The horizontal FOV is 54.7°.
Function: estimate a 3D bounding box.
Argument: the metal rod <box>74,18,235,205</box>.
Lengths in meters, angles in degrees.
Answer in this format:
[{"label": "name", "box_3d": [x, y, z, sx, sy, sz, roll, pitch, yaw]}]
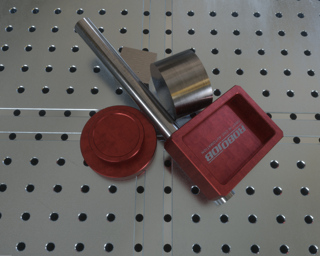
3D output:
[{"label": "metal rod", "box_3d": [-0.011, -0.027, 0.404, 0.025, 0.025, 0.300, -38, 83, -13]}]

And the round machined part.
[{"label": "round machined part", "box_3d": [-0.053, 0.015, 0.396, 0.099, 0.042, 0.098, 0, 70, -1]}]

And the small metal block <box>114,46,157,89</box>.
[{"label": "small metal block", "box_3d": [-0.034, -0.084, 0.442, 0.050, 0.025, 0.050, 13, 70, 4]}]

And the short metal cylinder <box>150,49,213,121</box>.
[{"label": "short metal cylinder", "box_3d": [0.027, -0.055, 0.403, 0.050, 0.080, 0.080, -24, 72, -9]}]

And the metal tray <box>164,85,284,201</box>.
[{"label": "metal tray", "box_3d": [0.081, 0.014, 0.382, 0.131, 0.030, 0.090, -37, 81, -28]}]
